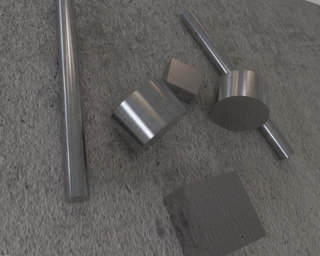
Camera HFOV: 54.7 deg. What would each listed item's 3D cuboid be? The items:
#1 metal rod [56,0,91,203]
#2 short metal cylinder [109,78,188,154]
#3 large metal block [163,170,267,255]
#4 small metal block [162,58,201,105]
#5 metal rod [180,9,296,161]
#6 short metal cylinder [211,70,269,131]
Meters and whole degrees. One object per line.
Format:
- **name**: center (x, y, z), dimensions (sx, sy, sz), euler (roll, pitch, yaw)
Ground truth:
- **metal rod**: center (-0.110, -0.059, 0.380), dimensions (0.025, 0.025, 0.299), euler (3, 60, -27)
- **short metal cylinder**: center (-0.013, -0.014, 0.370), dimensions (0.050, 0.080, 0.081), euler (49, 51, 6)
- **large metal block**: center (0.062, 0.103, 0.358), dimensions (0.081, 0.050, 0.080), euler (-9, 66, -32)
- **small metal block**: center (0.031, -0.070, 0.463), dimensions (0.050, 0.025, 0.050), euler (23, 53, -15)
- **metal rod**: center (0.124, -0.079, 0.518), dimensions (0.025, 0.025, 0.299), euler (-22, 74, -36)
- **short metal cylinder**: center (0.118, -0.039, 0.456), dimensions (0.080, 0.080, 0.050), euler (23, 53, -15)
